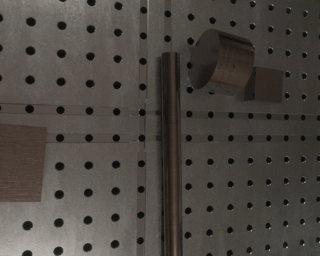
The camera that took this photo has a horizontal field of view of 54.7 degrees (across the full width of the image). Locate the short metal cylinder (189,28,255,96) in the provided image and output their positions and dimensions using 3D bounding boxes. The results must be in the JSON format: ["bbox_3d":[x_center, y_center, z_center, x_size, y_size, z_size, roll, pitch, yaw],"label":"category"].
[{"bbox_3d":[0.080,-0.087,0.414,0.050,0.080,0.080,9,87,-20],"label":"short metal cylinder"}]

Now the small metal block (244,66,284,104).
[{"bbox_3d":[0.159,-0.064,0.473,0.050,0.025,0.050,4,89,-20],"label":"small metal block"}]

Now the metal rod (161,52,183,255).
[{"bbox_3d":[0.017,0.049,0.419,0.025,0.025,0.298,-1,91,-20],"label":"metal rod"}]

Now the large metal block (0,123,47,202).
[{"bbox_3d":[-0.169,0.035,0.337,0.081,0.050,0.080,5,88,-20],"label":"large metal block"}]
